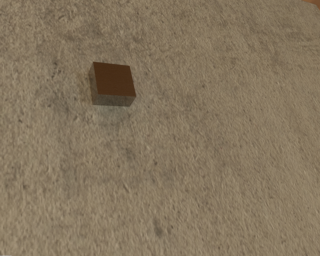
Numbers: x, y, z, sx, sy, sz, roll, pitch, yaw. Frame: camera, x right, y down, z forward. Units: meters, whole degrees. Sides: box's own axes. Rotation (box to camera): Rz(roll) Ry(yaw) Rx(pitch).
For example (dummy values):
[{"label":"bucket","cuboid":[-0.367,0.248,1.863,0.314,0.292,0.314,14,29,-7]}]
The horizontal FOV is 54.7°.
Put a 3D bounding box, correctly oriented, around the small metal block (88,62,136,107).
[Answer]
[{"label":"small metal block","cuboid":[-0.063,-0.057,0.406,0.050,0.025,0.050,1,61,-28]}]
